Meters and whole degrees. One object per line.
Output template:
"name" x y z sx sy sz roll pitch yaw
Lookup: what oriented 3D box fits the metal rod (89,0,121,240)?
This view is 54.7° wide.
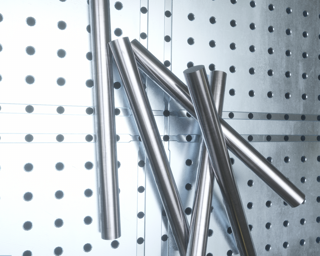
"metal rod" -0.068 -0.012 0.387 0.025 0.025 0.298 -3 91 -20

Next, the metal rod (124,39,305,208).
"metal rod" 0.072 -0.005 0.405 0.300 0.025 0.025 42 76 -2

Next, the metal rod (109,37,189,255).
"metal rod" -0.005 0.033 0.402 0.025 0.025 0.298 -21 101 -19

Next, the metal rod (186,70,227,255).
"metal rod" 0.062 0.067 0.419 0.025 0.025 0.299 12 79 -20

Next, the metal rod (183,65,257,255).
"metal rod" 0.085 0.063 0.407 0.025 0.025 0.298 -28 114 -18
